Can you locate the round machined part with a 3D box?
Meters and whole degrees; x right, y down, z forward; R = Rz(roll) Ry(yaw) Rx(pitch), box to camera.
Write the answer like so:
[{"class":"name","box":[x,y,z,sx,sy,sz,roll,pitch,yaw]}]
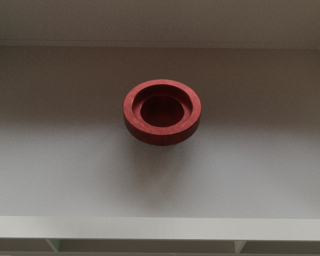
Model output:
[{"class":"round machined part","box":[0.003,-0.015,0.402,0.099,0.042,0.098,0,50,0]}]
